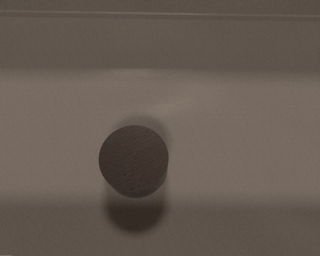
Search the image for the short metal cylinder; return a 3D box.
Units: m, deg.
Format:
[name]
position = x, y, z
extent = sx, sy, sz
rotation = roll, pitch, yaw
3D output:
[short metal cylinder]
position = -0.030, 0.043, 0.380
extent = 0.081, 0.050, 0.080
rotation = 0, 70, 0
